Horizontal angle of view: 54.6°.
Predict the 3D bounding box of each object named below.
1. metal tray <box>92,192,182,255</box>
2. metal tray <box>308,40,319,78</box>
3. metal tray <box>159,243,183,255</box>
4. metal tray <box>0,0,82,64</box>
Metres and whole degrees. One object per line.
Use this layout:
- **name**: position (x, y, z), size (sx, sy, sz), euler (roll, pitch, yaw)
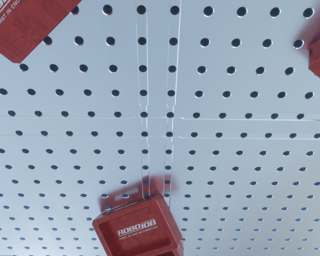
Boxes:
- **metal tray**: position (-0.040, 0.173, 0.525), size (0.130, 0.030, 0.090), euler (-24, 92, 19)
- **metal tray**: position (0.239, -0.064, 0.334), size (0.131, 0.030, 0.090), euler (29, 147, -23)
- **metal tray**: position (-0.013, 0.226, 0.600), size (0.090, 0.030, 0.130), euler (-13, 129, 11)
- **metal tray**: position (-0.133, -0.133, 0.294), size (0.130, 0.030, 0.090), euler (-33, 123, 25)
